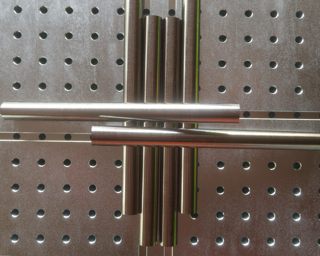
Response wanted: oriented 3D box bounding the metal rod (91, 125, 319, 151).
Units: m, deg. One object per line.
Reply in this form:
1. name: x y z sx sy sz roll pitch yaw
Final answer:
1. metal rod: 0.068 0.013 0.393 0.302 0.025 0.025 2 90 -9

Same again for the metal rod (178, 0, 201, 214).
1. metal rod: 0.039 -0.038 0.413 0.025 0.025 0.298 1 90 0

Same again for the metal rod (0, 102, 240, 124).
1. metal rod: -0.056 -0.020 0.390 0.301 0.025 0.025 1 90 9

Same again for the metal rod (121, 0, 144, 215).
1. metal rod: -0.037 -0.037 0.412 0.025 0.025 0.298 1 90 0

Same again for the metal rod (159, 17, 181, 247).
1. metal rod: 0.014 0.005 0.414 0.025 0.025 0.298 1 90 0

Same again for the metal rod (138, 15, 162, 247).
1. metal rod: -0.013 0.004 0.412 0.025 0.025 0.298 1 90 0
